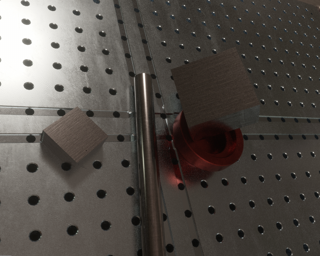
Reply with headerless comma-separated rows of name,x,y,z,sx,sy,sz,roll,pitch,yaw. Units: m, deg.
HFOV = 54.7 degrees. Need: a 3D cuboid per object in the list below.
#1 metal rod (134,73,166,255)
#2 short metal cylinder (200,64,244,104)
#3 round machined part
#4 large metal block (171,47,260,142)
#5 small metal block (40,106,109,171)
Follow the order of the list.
metal rod,-0.013,0.060,0.365,0.025,0.025,0.299,9,58,-24
short metal cylinder,0.079,-0.057,0.452,0.081,0.080,0.050,7,59,-25
round machined part,0.061,0.014,0.423,0.099,0.042,0.098,14,56,-21
large metal block,0.066,-0.039,0.374,0.080,0.050,0.080,-18,65,7
small metal block,-0.096,0.012,0.350,0.050,0.025,0.050,44,51,2
